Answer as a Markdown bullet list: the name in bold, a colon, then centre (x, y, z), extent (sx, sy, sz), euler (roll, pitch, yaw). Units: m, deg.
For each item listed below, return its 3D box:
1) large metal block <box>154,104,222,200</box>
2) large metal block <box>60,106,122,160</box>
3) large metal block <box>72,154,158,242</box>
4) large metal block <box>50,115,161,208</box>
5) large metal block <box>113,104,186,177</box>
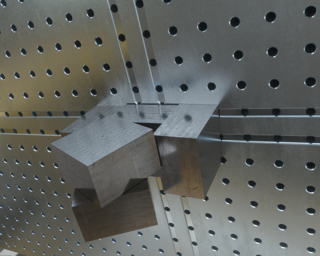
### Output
- **large metal block**: centre (0.037, 0.025, 0.370), extent (0.050, 0.080, 0.079), euler (4, 120, 26)
- **large metal block**: centre (-0.080, 0.022, 0.430), extent (0.050, 0.080, 0.079), euler (2, 119, 27)
- **large metal block**: centre (-0.051, 0.076, 0.362), extent (0.081, 0.080, 0.050), euler (-13, 116, -3)
- **large metal block**: centre (-0.059, 0.031, 0.342), extent (0.080, 0.081, 0.050), euler (18, 128, 45)
- **large metal block**: centre (-0.016, 0.016, 0.409), extent (0.080, 0.050, 0.079), euler (3, 120, 26)
